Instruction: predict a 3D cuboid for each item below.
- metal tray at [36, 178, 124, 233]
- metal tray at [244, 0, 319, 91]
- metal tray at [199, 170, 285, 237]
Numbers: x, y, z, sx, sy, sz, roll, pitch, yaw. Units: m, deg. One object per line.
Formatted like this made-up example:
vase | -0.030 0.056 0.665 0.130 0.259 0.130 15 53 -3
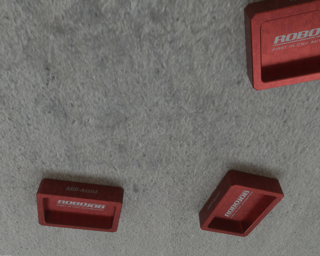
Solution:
metal tray | -0.131 0.130 0.512 0.131 0.030 0.089 8 130 -8
metal tray | 0.159 -0.095 0.325 0.131 0.030 0.090 -10 130 8
metal tray | 0.131 0.129 0.516 0.091 0.030 0.129 13 129 -12
